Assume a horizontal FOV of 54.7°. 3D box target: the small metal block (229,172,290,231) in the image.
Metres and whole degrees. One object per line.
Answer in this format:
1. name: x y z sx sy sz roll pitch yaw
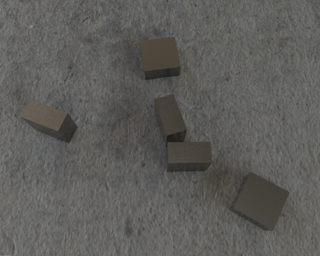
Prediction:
1. small metal block: 0.120 0.089 0.377 0.050 0.025 0.050 28 72 9

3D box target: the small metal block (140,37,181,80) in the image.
1. small metal block: 0.000 -0.100 0.445 0.050 0.025 0.050 -8 70 -3

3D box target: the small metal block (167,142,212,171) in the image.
1. small metal block: 0.034 0.036 0.382 0.050 0.050 0.025 -1 70 -1

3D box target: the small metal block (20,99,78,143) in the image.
1. small metal block: -0.139 -0.007 0.396 0.050 0.050 0.025 20 71 7

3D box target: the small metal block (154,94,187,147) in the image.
1. small metal block: 0.012 -0.008 0.398 0.025 0.050 0.050 -17 71 -6
